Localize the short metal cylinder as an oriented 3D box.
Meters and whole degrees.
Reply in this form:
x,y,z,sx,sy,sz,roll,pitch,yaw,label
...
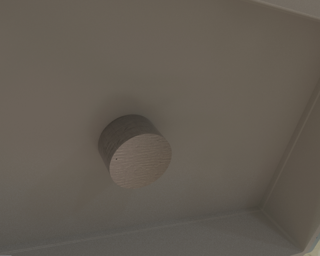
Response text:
x,y,z,sx,sy,sz,roll,pitch,yaw,label
-0.032,0.029,0.392,0.081,0.050,0.080,-14,124,-21,short metal cylinder
